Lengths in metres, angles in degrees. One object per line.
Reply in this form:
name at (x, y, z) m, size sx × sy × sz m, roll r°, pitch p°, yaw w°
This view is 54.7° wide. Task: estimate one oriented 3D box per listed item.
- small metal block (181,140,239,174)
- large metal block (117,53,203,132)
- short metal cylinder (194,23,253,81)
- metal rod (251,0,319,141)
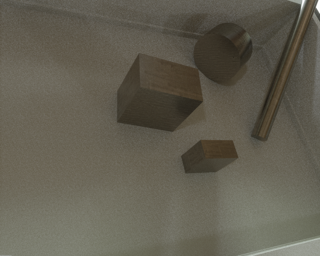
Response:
small metal block at (0.064, 0.038, 0.403) m, size 0.050 × 0.050 × 0.025 m, roll 2°, pitch 61°, yaw -28°
large metal block at (-0.003, -0.041, 0.395) m, size 0.081 × 0.080 × 0.050 m, roll 10°, pitch 58°, yaw -23°
short metal cylinder at (0.102, -0.123, 0.503) m, size 0.080 × 0.080 × 0.050 m, roll 44°, pitch 51°, yaw 2°
metal rod at (0.214, -0.120, 0.510) m, size 0.025 × 0.025 × 0.299 m, roll 26°, pitch 80°, yaw -13°
